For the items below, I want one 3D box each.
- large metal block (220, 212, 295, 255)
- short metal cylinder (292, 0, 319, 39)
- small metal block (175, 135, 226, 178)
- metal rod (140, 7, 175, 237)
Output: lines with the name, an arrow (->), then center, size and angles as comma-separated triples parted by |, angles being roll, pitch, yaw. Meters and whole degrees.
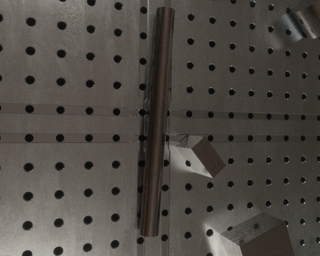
large metal block -> 0.146, 0.183, 0.455 | 0.081, 0.050, 0.080 | -20, 97, -19
short metal cylinder -> 0.256, -0.184, 0.480 | 0.080, 0.080, 0.050 | -43, 104, -15
small metal block -> 0.054, 0.038, 0.421 | 0.025, 0.050, 0.050 | -41, 103, -16
metal rod -> -0.003, -0.009, 0.412 | 0.025, 0.025, 0.298 | 5, 88, -20
